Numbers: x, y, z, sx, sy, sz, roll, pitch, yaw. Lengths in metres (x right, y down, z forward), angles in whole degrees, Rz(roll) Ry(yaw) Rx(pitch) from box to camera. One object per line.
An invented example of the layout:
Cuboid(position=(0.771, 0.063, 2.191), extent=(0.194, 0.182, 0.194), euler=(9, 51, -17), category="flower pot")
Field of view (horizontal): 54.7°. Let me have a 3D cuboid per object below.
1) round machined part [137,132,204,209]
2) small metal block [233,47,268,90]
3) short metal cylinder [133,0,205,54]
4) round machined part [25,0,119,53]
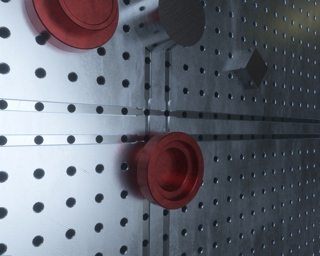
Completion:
Cuboid(position=(0.009, 0.053, 0.406), extent=(0.099, 0.042, 0.097), euler=(0, 90, -40), category="round machined part")
Cuboid(position=(0.159, -0.103, 0.542), extent=(0.050, 0.025, 0.050), euler=(46, 63, -30), category="small metal block")
Cuboid(position=(0.013, -0.141, 0.403), extent=(0.081, 0.050, 0.080), euler=(0, 90, -40), category="short metal cylinder")
Cuboid(position=(-0.085, -0.132, 0.327), extent=(0.099, 0.042, 0.097), euler=(0, 91, -40), category="round machined part")
